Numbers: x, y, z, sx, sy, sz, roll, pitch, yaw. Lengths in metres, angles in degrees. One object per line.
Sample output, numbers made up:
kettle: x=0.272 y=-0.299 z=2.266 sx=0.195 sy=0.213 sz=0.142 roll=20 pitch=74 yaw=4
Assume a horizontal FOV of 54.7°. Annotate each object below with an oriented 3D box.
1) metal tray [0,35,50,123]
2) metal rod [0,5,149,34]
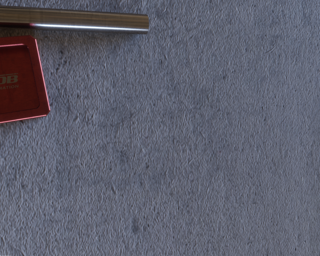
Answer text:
metal tray: x=-0.195 y=-0.047 z=0.334 sx=0.131 sy=0.030 sz=0.089 roll=-11 pitch=94 yaw=-20
metal rod: x=-0.160 y=-0.124 z=0.349 sx=0.303 sy=0.025 sz=0.025 roll=-4 pitch=92 yaw=-20
